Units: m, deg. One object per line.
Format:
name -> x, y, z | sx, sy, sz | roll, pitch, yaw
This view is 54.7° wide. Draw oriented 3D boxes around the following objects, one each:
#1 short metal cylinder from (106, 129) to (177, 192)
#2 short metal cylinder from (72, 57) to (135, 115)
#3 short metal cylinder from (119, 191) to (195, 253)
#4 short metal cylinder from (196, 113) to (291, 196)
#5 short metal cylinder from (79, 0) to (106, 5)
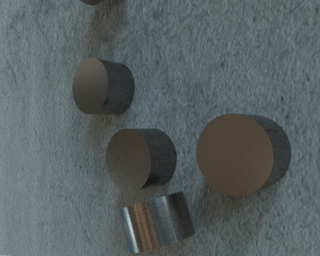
short metal cylinder -> -0.025, 0.040, 0.408 | 0.080, 0.050, 0.079 | 0, 90, 39
short metal cylinder -> -0.083, -0.059, 0.455 | 0.080, 0.050, 0.079 | 0, 90, 39
short metal cylinder -> -0.004, 0.111, 0.371 | 0.080, 0.081, 0.050 | -26, 74, 37
short metal cylinder -> 0.085, 0.026, 0.317 | 0.080, 0.050, 0.079 | 0, 90, 39
short metal cylinder -> -0.092, -0.224, 0.443 | 0.050, 0.081, 0.080 | -7, 86, 39
